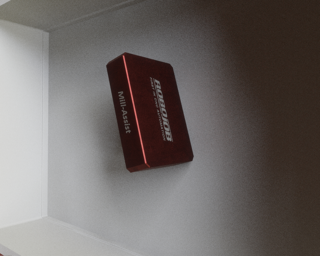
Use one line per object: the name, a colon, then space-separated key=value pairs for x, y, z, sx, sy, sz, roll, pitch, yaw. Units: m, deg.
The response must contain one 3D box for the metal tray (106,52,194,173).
metal tray: x=-0.010 y=-0.018 z=0.370 sx=0.030 sy=0.091 sz=0.129 roll=-20 pitch=78 yaw=37
